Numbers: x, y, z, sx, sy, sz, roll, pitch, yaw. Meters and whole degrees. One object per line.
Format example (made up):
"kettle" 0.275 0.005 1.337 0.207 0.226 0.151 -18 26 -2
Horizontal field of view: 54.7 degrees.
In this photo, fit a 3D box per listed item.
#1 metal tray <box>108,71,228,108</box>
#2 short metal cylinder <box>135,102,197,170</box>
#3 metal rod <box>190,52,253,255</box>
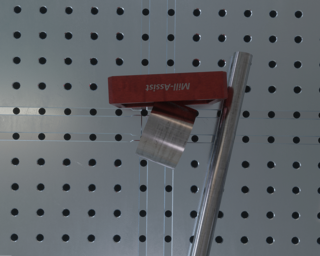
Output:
"metal tray" 0.009 -0.045 0.380 0.131 0.090 0.030 -3 90 0
"short metal cylinder" 0.007 0.006 0.386 0.050 0.080 0.080 21 90 0
"metal rod" 0.079 0.048 0.413 0.025 0.025 0.298 12 90 0
